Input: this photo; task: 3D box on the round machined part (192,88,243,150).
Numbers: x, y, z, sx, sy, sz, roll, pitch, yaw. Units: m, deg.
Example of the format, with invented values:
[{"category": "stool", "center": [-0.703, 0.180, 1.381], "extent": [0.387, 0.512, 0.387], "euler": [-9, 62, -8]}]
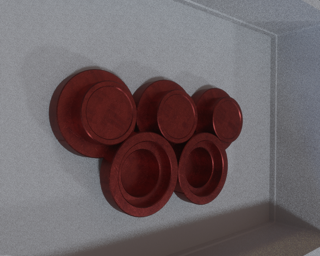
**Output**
[{"category": "round machined part", "center": [0.087, -0.012, 0.465], "extent": [0.099, 0.042, 0.097], "euler": [1, 89, -39]}]

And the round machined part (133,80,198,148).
[{"category": "round machined part", "center": [0.010, -0.014, 0.401], "extent": [0.099, 0.042, 0.097], "euler": [1, 89, -39]}]

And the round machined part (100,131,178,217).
[{"category": "round machined part", "center": [-0.028, 0.052, 0.369], "extent": [0.099, 0.042, 0.097], "euler": [0, 90, -40]}]

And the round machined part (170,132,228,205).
[{"category": "round machined part", "center": [0.047, 0.054, 0.433], "extent": [0.099, 0.042, 0.097], "euler": [0, 90, -40]}]

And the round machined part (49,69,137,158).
[{"category": "round machined part", "center": [-0.065, -0.015, 0.338], "extent": [0.099, 0.042, 0.097], "euler": [1, 89, -41]}]
